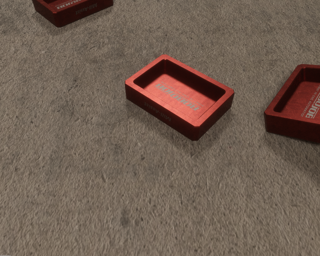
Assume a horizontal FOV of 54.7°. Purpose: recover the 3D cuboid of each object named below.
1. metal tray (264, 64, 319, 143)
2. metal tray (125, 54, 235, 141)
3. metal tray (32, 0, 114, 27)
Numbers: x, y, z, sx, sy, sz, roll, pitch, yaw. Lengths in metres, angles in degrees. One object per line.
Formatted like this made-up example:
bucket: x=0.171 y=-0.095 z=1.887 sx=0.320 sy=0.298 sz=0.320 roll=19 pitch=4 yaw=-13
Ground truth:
metal tray: x=0.209 y=-0.037 z=0.414 sx=0.090 sy=0.030 sz=0.131 roll=15 pitch=48 yaw=38
metal tray: x=0.026 y=-0.048 z=0.440 sx=0.130 sy=0.030 sz=0.090 roll=33 pitch=57 yaw=24
metal tray: x=-0.170 y=-0.252 z=0.608 sx=0.131 sy=0.030 sz=0.090 roll=-35 pitch=59 yaw=-26
